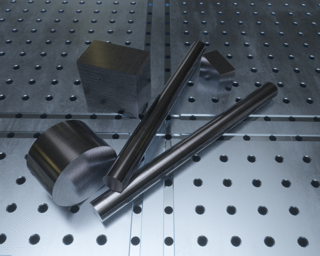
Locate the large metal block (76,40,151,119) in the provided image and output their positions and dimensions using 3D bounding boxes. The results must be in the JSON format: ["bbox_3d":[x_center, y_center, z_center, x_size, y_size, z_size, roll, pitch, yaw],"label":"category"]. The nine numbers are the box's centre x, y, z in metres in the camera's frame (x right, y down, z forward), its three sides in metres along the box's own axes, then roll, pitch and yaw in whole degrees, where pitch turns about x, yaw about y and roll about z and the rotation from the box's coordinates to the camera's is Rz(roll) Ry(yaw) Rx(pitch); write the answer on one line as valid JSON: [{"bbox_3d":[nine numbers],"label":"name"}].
[{"bbox_3d":[-0.059,-0.066,0.427,0.080,0.080,0.050,15,52,12],"label":"large metal block"}]

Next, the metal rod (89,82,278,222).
[{"bbox_3d":[0.047,0.017,0.393,0.302,0.025,0.025,-32,57,-25],"label":"metal rod"}]

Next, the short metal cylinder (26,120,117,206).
[{"bbox_3d":[-0.095,0.038,0.339,0.080,0.080,0.050,-36,59,-27],"label":"short metal cylinder"}]

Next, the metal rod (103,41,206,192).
[{"bbox_3d":[0.009,-0.039,0.423,0.025,0.025,0.301,18,47,14],"label":"metal rod"}]

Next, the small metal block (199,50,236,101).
[{"bbox_3d":[0.083,-0.078,0.458,0.025,0.050,0.050,-20,53,-16],"label":"small metal block"}]
